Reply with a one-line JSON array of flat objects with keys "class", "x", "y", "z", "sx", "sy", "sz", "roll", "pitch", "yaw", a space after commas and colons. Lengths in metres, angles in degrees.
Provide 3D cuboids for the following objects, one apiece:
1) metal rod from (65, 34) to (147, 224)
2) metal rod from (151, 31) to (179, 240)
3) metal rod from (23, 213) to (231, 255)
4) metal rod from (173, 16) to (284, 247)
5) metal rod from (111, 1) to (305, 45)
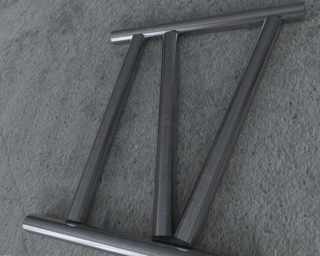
[{"class": "metal rod", "x": -0.070, "y": -0.015, "z": 0.448, "sx": 0.025, "sy": 0.025, "sz": 0.300, "roll": 1, "pitch": 62, "yaw": 28}, {"class": "metal rod", "x": 0.010, "y": -0.012, "z": 0.405, "sx": 0.025, "sy": 0.025, "sz": 0.299, "roll": -11, "pitch": 57, "yaw": 22}, {"class": "metal rod", "x": -0.040, "y": 0.130, "z": 0.344, "sx": 0.300, "sy": 0.025, "sz": 0.025, "roll": 1, "pitch": 62, "yaw": 28}, {"class": "metal rod", "x": 0.088, "y": -0.011, "z": 0.364, "sx": 0.025, "sy": 0.025, "sz": 0.300, "roll": 14, "pitch": 69, "yaw": 33}, {"class": "metal rod", "x": 0.054, "y": -0.154, "z": 0.470, "sx": 0.300, "sy": 0.025, "sz": 0.025, "roll": 1, "pitch": 62, "yaw": 28}]
